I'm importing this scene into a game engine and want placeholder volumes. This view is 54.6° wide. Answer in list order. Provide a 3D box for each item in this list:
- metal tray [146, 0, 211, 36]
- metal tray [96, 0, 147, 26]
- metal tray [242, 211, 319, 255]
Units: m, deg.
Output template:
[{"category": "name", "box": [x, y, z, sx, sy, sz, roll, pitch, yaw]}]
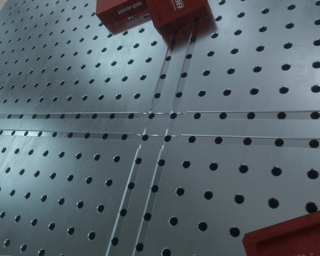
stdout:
[{"category": "metal tray", "box": [0.020, -0.228, 0.510, 0.090, 0.030, 0.130, -21, 72, 15]}, {"category": "metal tray", "box": [-0.059, -0.259, 0.596, 0.130, 0.030, 0.090, -17, 55, 18]}, {"category": "metal tray", "box": [0.132, 0.140, 0.249, 0.090, 0.030, 0.130, -23, 53, 14]}]
